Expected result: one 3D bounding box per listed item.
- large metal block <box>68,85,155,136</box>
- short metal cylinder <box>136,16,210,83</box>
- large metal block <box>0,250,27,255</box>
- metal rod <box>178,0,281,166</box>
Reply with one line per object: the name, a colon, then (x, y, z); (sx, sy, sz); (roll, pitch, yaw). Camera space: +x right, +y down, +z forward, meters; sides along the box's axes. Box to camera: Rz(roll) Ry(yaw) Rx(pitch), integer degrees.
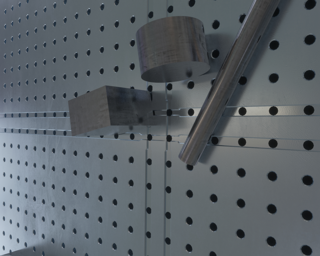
large metal block: (-0.067, -0.020, 0.429); (0.080, 0.081, 0.050); (-14, 82, 39)
short metal cylinder: (0.015, -0.088, 0.361); (0.080, 0.081, 0.050); (-13, 82, 39)
large metal block: (-0.303, 0.313, 0.644); (0.080, 0.050, 0.079); (3, 92, 40)
metal rod: (0.091, -0.090, 0.333); (0.025, 0.025, 0.298); (37, 113, 34)
